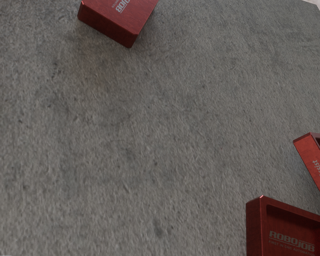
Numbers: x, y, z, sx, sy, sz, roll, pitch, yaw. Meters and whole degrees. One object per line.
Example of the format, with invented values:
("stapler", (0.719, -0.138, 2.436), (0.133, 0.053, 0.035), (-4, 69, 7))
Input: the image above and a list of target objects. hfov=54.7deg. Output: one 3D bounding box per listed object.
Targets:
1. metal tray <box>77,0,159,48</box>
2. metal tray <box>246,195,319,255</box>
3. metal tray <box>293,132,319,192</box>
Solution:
("metal tray", (-0.060, -0.194, 0.488), (0.090, 0.030, 0.130), (29, 52, -10))
("metal tray", (0.175, 0.151, 0.405), (0.131, 0.030, 0.090), (21, 54, -16))
("metal tray", (0.266, 0.071, 0.484), (0.091, 0.030, 0.130), (5, 58, -49))
